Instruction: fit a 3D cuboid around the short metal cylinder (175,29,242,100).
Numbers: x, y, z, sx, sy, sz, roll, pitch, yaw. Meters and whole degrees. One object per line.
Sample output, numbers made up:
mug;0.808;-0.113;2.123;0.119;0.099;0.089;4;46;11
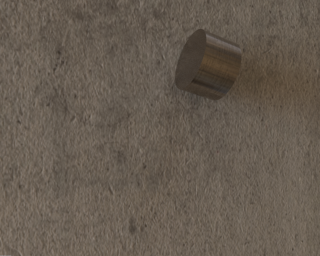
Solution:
short metal cylinder;0.060;-0.081;0.403;0.050;0.080;0.080;16;85;-20
